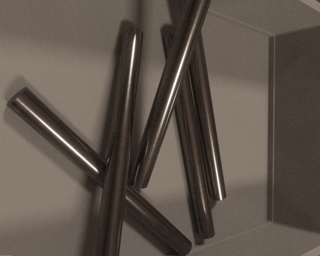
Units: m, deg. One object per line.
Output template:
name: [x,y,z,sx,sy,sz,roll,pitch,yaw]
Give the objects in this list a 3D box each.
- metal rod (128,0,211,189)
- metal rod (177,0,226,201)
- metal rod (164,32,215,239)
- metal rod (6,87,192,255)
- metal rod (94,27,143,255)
metal rod: [0.017,-0.065,0.341,0.025,0.025,0.298,2,115,-40]
metal rod: [0.063,-0.033,0.448,0.025,0.025,0.298,-23,109,-38]
metal rod: [0.044,0.016,0.445,0.025,0.025,0.298,-18,101,-39]
metal rod: [-0.051,0.069,0.365,0.300,0.025,0.025,50,61,-29]
metal rod: [-0.045,0.026,0.341,0.025,0.025,0.299,18,70,-39]
